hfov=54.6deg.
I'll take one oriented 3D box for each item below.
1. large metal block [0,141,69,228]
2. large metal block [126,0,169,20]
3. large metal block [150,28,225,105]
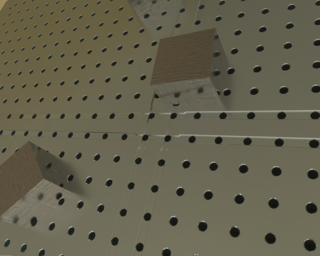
[{"bbox_3d":[-0.190,0.080,0.445,0.080,0.050,0.080,-41,51,0],"label":"large metal block"},{"bbox_3d":[-0.027,-0.258,0.566,0.080,0.050,0.080,-34,51,6],"label":"large metal block"},{"bbox_3d":[0.040,-0.081,0.422,0.080,0.050,0.080,-4,60,26],"label":"large metal block"}]
